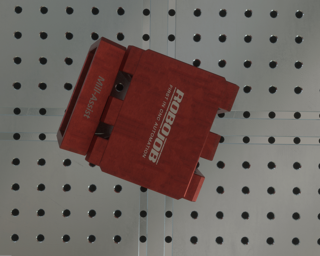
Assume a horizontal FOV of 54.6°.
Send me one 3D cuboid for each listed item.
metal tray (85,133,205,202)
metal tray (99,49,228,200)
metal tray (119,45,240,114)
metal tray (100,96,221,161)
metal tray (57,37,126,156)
[{"bbox_3d":[-0.016,0.044,0.380,0.131,0.090,0.030,21,91,0],"label":"metal tray"},{"bbox_3d":[0.003,-0.004,0.320,0.090,0.030,0.129,21,90,0],"label":"metal tray"},{"bbox_3d":[0.022,-0.055,0.380,0.131,0.090,0.030,21,91,0],"label":"metal tray"},{"bbox_3d":[0.000,0.001,0.380,0.131,0.090,0.030,20,89,-1],"label":"metal tray"},{"bbox_3d":[-0.087,-0.039,0.378,0.030,0.090,0.129,21,90,-22],"label":"metal tray"}]
